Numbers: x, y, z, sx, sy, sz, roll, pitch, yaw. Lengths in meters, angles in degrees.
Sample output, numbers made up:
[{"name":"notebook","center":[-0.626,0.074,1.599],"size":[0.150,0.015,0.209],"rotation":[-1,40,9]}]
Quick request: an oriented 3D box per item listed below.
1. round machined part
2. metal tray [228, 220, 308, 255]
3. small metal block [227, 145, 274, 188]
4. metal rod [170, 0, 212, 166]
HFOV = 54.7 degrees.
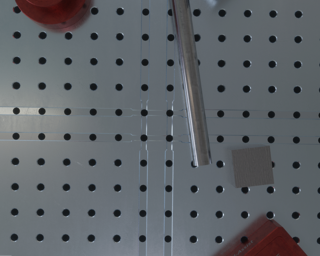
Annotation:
[{"name":"round machined part","center":[-0.144,-0.184,0.403],"size":[0.099,0.042,0.097],"rotation":[0,90,0]},{"name":"metal tray","center":[0.134,0.199,0.411],"size":[0.130,0.030,0.090],"rotation":[-40,90,0]},{"name":"small metal block","center":[0.120,0.050,0.414],"size":[0.050,0.025,0.050],"rotation":[-7,90,0]},{"name":"metal rod","center":[0.036,-0.099,0.413],"size":[0.025,0.025,0.298],"rotation":[-8,90,0]}]
